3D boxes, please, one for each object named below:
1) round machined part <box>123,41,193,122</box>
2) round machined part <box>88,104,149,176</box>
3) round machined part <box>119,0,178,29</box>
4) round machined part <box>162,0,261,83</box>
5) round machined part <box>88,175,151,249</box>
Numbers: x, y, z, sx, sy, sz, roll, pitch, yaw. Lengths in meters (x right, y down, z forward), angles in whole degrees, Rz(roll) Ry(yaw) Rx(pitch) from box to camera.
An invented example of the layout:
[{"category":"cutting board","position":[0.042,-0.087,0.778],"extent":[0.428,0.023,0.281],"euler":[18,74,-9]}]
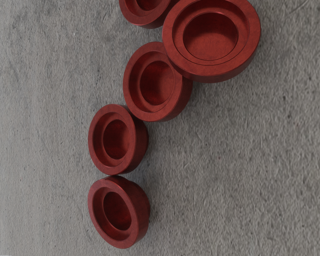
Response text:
[{"category":"round machined part","position":[0.002,-0.056,0.393],"extent":[0.098,0.042,0.097],"euler":[0,90,40]},{"category":"round machined part","position":[-0.054,0.016,0.438],"extent":[0.098,0.042,0.097],"euler":[-2,86,39]},{"category":"round machined part","position":[-0.005,-0.177,0.398],"extent":[0.098,0.042,0.097],"euler":[0,90,40]},{"category":"round machined part","position":[0.054,-0.093,0.331],"extent":[0.098,0.042,0.098],"euler":[-2,76,9]},{"category":"round machined part","position":[-0.052,0.111,0.430],"extent":[0.098,0.042,0.097],"euler":[11,108,37]}]
